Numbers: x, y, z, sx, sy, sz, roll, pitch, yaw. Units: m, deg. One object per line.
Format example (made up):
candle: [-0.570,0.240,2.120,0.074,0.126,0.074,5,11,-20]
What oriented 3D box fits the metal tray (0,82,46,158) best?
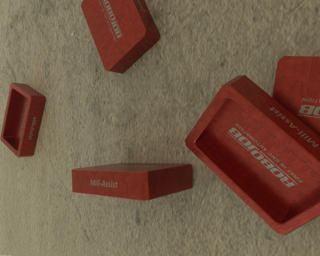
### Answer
metal tray: [-0.280,-0.017,0.628,0.090,0.030,0.129,29,108,36]

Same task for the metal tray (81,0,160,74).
metal tray: [-0.061,-0.157,0.450,0.090,0.030,0.130,-35,69,34]

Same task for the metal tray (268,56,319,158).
metal tray: [0.165,-0.013,0.265,0.130,0.030,0.089,12,98,39]

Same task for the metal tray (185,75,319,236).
metal tray: [0.093,0.026,0.284,0.130,0.030,0.089,44,137,14]

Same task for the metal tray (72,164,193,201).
metal tray: [-0.036,0.063,0.390,0.130,0.091,0.030,-5,87,39]
